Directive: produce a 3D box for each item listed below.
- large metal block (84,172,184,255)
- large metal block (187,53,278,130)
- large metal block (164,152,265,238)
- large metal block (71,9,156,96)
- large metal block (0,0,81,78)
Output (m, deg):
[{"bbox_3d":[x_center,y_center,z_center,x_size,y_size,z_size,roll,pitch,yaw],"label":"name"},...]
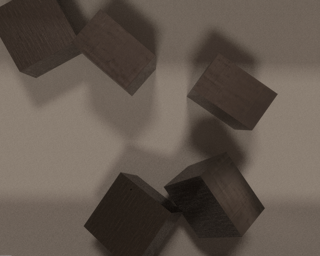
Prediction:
[{"bbox_3d":[-0.032,0.113,0.384,0.080,0.050,0.080,34,90,24],"label":"large metal block"},{"bbox_3d":[0.084,-0.041,0.385,0.080,0.080,0.050,35,90,-1],"label":"large metal block"},{"bbox_3d":[0.063,0.084,0.378,0.050,0.080,0.080,-35,91,-35],"label":"large metal block"},{"bbox_3d":[-0.052,-0.088,0.383,0.080,0.080,0.050,41,90,-1],"label":"large metal block"},{"bbox_3d":[-0.153,-0.122,0.397,0.080,0.050,0.080,-29,90,0],"label":"large metal block"}]
